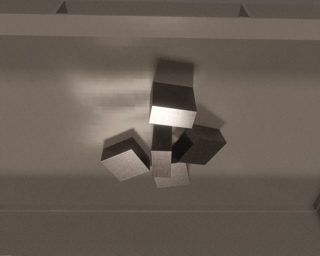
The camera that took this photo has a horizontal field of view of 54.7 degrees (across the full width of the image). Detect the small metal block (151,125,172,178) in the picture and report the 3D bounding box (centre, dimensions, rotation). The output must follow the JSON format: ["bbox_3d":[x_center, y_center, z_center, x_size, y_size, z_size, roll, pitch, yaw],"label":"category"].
[{"bbox_3d":[0.003,0.031,0.419,0.025,0.050,0.050,2,130,2],"label":"small metal block"}]

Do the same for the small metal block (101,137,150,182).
[{"bbox_3d":[-0.049,0.046,0.448,0.050,0.025,0.050,-22,127,17],"label":"small metal block"}]

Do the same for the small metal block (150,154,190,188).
[{"bbox_3d":[0.016,0.061,0.462,0.050,0.025,0.050,-9,130,6],"label":"small metal block"}]

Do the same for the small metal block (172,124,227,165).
[{"bbox_3d":[0.053,0.024,0.421,0.050,0.025,0.050,11,132,-34],"label":"small metal block"}]

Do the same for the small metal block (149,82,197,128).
[{"bbox_3d":[0.014,-0.028,0.369,0.050,0.050,0.025,7,130,-7],"label":"small metal block"}]
